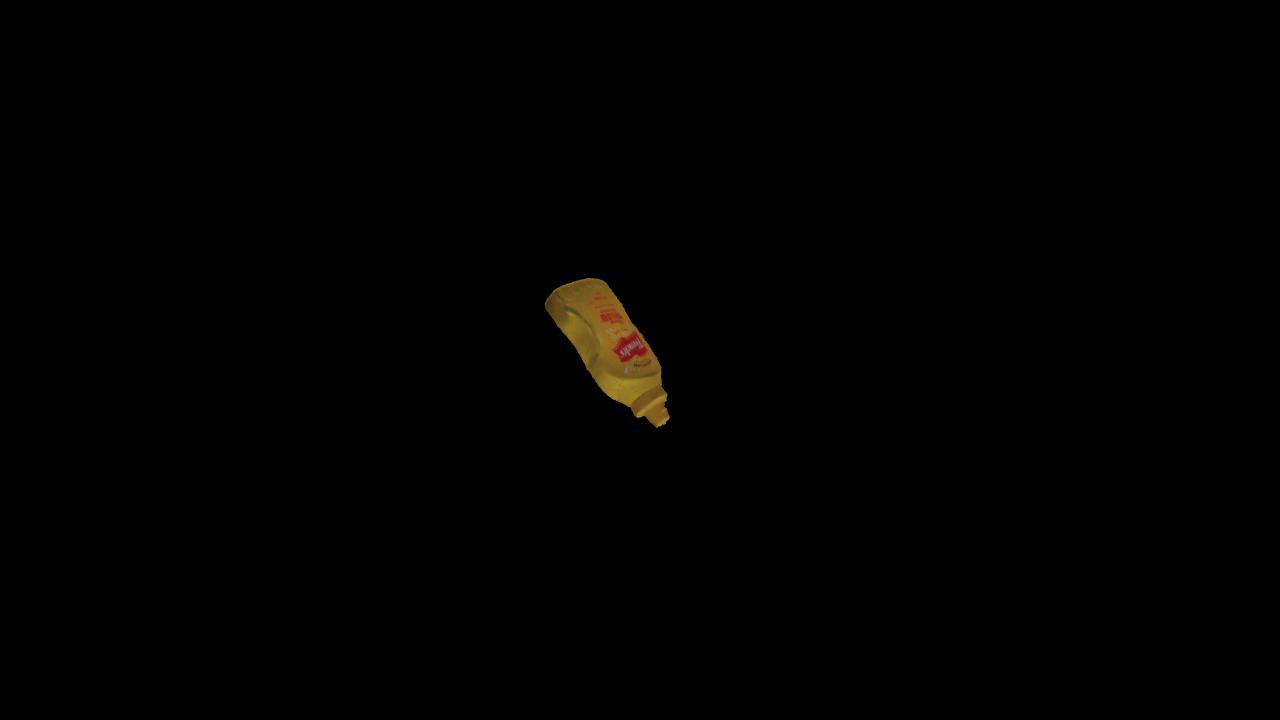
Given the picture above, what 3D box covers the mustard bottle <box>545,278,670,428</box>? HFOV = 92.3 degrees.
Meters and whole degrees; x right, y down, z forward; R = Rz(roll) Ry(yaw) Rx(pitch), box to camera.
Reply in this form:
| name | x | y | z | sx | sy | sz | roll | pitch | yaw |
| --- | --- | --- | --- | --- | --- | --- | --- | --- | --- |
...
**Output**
| name | x | y | z | sx | sy | sz | roll | pitch | yaw |
| --- | --- | --- | --- | --- | --- | --- | --- | --- | --- |
| mustard bottle | -0.024 | -0.004 | 0.680 | 0.054 | 0.184 | 0.092 | -43 | -17 | 30 |
